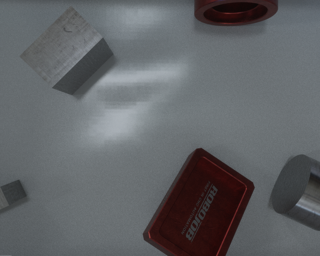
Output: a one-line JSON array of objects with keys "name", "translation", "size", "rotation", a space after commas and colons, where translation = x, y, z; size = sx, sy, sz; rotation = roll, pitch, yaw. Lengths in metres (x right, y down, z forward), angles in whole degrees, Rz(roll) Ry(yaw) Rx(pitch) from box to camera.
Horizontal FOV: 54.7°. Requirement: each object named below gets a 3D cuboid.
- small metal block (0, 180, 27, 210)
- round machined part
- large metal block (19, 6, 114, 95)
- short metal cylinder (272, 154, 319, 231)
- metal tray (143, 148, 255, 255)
[{"name": "small metal block", "translation": [-0.209, 0.092, 0.396], "size": [0.050, 0.050, 0.025], "rotation": [-25, 90, 0]}, {"name": "round machined part", "translation": [0.091, -0.160, 0.376], "size": [0.099, 0.098, 0.042], "rotation": [0, 91, -1]}, {"name": "large metal block", "translation": [-0.109, -0.090, 0.382], "size": [0.080, 0.080, 0.050], "rotation": [-45, 91, 0]}, {"name": "short metal cylinder", "translation": [0.185, 0.080, 0.387], "size": [0.050, 0.080, 0.080], "rotation": [25, 90, -1]}, {"name": "metal tray", "translation": [0.051, 0.101, 0.381], "size": [0.090, 0.030, 0.130], "rotation": [34, 62, 0]}]
